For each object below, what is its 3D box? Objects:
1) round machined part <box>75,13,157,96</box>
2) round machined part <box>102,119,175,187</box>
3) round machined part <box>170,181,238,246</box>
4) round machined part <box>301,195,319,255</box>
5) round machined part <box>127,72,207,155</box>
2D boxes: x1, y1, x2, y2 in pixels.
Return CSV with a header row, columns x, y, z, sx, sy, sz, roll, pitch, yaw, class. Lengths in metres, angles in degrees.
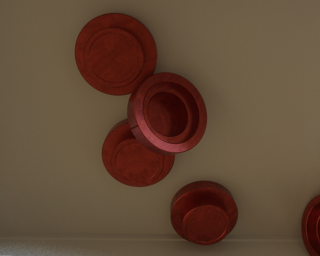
x,y,z,sx,sy,sz,roll,pitch,yaw,class
-0.053,-0.086,0.370,0.099,0.042,0.097,0,110,0,round machined part
-0.029,0.038,0.416,0.099,0.042,0.097,0,110,0,round machined part
0.065,0.130,0.450,0.099,0.042,0.097,0,110,0,round machined part
0.246,0.143,0.428,0.042,0.098,0.097,11,110,-12,round machined part
0.005,-0.015,0.379,0.099,0.042,0.098,7,75,-27,round machined part
